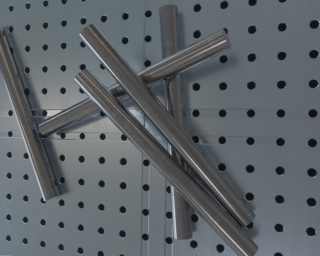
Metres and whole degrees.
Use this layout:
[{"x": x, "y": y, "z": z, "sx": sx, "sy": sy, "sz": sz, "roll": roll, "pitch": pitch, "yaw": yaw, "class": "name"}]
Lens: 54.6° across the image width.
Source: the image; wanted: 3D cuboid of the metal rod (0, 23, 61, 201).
[{"x": -0.219, "y": -0.031, "z": 0.490, "sx": 0.025, "sy": 0.025, "sz": 0.299, "roll": -25, "pitch": 82, "yaw": 18, "class": "metal rod"}]

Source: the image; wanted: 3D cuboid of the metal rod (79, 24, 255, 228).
[{"x": 0.009, "y": -0.003, "z": 0.375, "sx": 0.025, "sy": 0.025, "sz": 0.300, "roll": -40, "pitch": 90, "yaw": 16, "class": "metal rod"}]

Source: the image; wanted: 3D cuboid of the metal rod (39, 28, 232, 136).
[{"x": -0.050, "y": -0.049, "z": 0.412, "sx": 0.300, "sy": 0.025, "sz": 0.025, "roll": -22, "pitch": 83, "yaw": 25, "class": "metal rod"}]

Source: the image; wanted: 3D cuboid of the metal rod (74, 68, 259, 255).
[{"x": 0.003, "y": 0.040, "z": 0.381, "sx": 0.300, "sy": 0.025, "sz": 0.025, "roll": 46, "pitch": 104, "yaw": 7, "class": "metal rod"}]

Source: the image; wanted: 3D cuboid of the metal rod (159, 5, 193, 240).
[{"x": 0.021, "y": -0.008, "z": 0.405, "sx": 0.025, "sy": 0.025, "sz": 0.298, "roll": -4, "pitch": 89, "yaw": 20, "class": "metal rod"}]
